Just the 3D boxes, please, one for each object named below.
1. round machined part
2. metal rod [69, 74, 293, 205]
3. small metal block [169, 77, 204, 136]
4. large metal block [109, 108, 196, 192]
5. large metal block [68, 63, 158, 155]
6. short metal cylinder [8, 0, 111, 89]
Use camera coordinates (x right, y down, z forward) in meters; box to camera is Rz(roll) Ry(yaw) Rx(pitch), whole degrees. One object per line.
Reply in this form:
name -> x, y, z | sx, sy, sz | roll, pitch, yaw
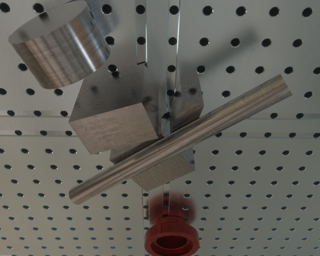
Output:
round machined part -> 0.021, 0.199, 0.570 | 0.099, 0.042, 0.097 | 0, 130, 0
metal rod -> 0.006, 0.025, 0.366 | 0.300, 0.025, 0.025 | -30, 124, 22
small metal block -> 0.031, -0.025, 0.374 | 0.025, 0.050, 0.050 | 11, 129, -9
large metal block -> -0.009, 0.033, 0.423 | 0.080, 0.050, 0.080 | -28, 125, 21
large metal block -> -0.048, -0.023, 0.355 | 0.080, 0.080, 0.050 | -14, 129, 11
short metal cylinder -> -0.096, -0.082, 0.304 | 0.080, 0.080, 0.050 | -15, 129, 12
